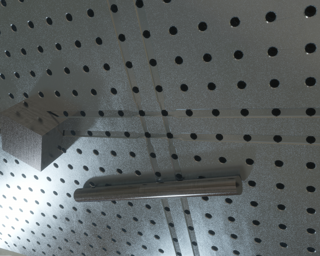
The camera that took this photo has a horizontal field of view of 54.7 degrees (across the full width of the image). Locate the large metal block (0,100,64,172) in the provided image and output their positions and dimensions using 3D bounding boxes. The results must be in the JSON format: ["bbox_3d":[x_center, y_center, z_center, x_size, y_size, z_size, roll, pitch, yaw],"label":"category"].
[{"bbox_3d":[-0.210,0.013,0.511,0.080,0.050,0.079,27,128,11],"label":"large metal block"}]

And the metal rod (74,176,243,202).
[{"bbox_3d":[-0.022,0.098,0.481,0.300,0.025,0.025,-11,113,32],"label":"metal rod"}]
